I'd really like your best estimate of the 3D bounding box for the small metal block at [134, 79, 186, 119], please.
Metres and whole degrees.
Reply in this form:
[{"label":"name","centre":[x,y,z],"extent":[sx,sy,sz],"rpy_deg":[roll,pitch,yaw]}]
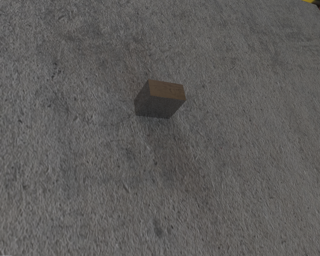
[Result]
[{"label":"small metal block","centre":[-0.001,-0.037,0.412],"extent":[0.050,0.050,0.025],"rpy_deg":[5,60,-26]}]
